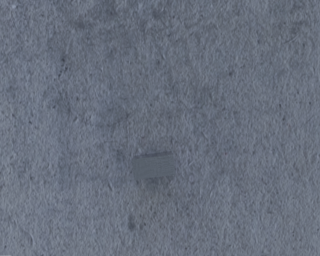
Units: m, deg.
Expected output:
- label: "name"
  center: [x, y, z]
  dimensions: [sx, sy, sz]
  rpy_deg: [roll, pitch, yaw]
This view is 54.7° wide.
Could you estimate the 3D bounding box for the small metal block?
- label: "small metal block"
  center: [-0.008, 0.047, 0.397]
  dimensions: [0.050, 0.050, 0.025]
  rpy_deg: [-7, 90, 0]
